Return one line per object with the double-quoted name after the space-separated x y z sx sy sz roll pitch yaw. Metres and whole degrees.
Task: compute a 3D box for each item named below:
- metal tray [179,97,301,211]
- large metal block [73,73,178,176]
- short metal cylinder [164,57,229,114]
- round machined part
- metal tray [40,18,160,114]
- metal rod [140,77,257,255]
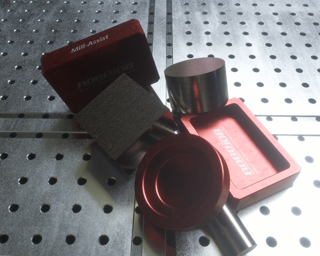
0.091 0.025 0.379 0.091 0.030 0.130 -20 53 -16 "metal tray"
-0.039 -0.005 0.367 0.080 0.050 0.080 -44 61 -10 "large metal block"
0.050 -0.059 0.417 0.080 0.050 0.080 -10 26 5 "short metal cylinder"
0.026 0.058 0.325 0.098 0.042 0.098 -13 62 26 "round machined part"
-0.074 -0.077 0.406 0.131 0.090 0.030 -22 54 0 "metal tray"
0.020 0.016 0.388 0.025 0.025 0.300 -20 53 -16 "metal rod"
